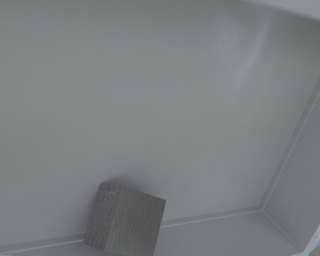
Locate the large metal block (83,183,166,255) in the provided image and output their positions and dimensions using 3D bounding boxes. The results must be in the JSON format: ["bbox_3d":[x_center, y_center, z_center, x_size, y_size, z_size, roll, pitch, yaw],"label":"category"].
[{"bbox_3d":[-0.046,0.126,0.421,0.080,0.050,0.080,28,68,-37],"label":"large metal block"}]
